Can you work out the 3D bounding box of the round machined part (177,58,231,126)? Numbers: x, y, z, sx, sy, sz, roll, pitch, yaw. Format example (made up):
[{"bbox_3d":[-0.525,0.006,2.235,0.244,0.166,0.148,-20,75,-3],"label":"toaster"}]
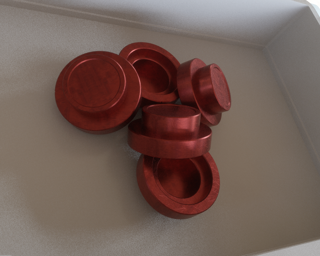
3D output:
[{"bbox_3d":[0.066,-0.051,0.430,0.098,0.042,0.098,33,49,-48],"label":"round machined part"}]

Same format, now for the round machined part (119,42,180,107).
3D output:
[{"bbox_3d":[-0.017,-0.065,0.422,0.099,0.042,0.098,14,56,-21],"label":"round machined part"}]

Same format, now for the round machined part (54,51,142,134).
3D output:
[{"bbox_3d":[-0.071,-0.044,0.353,0.099,0.042,0.098,0,76,0],"label":"round machined part"}]

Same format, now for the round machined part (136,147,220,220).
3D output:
[{"bbox_3d":[0.018,0.059,0.366,0.099,0.042,0.098,14,56,-21],"label":"round machined part"}]

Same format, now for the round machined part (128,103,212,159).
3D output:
[{"bbox_3d":[0.012,-0.002,0.363,0.099,0.098,0.042,-7,110,-31],"label":"round machined part"}]
